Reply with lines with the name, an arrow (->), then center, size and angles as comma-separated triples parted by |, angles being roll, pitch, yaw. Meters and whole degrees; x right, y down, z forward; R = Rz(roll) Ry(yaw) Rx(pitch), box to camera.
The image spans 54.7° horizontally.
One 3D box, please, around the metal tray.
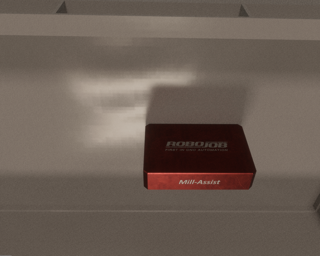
metal tray -> 0.046, 0.034, 0.396 | 0.131, 0.090, 0.030 | 0, 130, -1
